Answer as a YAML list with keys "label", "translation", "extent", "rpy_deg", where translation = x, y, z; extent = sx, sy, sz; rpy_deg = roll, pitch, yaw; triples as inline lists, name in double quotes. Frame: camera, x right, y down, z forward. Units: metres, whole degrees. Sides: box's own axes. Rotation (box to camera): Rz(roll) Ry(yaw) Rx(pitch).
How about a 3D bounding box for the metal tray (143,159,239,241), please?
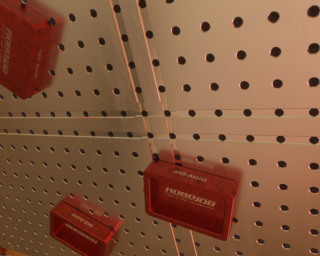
- label: "metal tray"
  translation: [0.042, 0.104, 0.450]
  extent: [0.130, 0.030, 0.089]
  rpy_deg: [13, 124, 21]

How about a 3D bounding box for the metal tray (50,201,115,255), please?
- label: "metal tray"
  translation: [-0.160, 0.213, 0.624]
  extent: [0.130, 0.030, 0.089]
  rpy_deg: [25, 128, 12]

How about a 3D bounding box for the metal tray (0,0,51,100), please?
- label: "metal tray"
  translation: [-0.213, -0.116, 0.450]
  extent: [0.090, 0.030, 0.129]
  rpy_deg: [34, 129, 6]
